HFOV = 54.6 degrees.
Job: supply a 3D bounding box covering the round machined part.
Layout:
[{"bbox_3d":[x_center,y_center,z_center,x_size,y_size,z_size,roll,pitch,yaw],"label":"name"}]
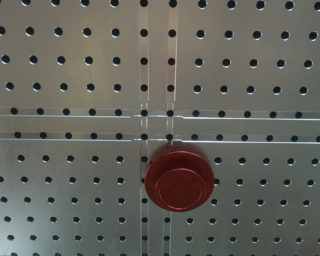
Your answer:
[{"bbox_3d":[0.028,0.078,0.433,0.099,0.042,0.097,0,110,0],"label":"round machined part"}]
